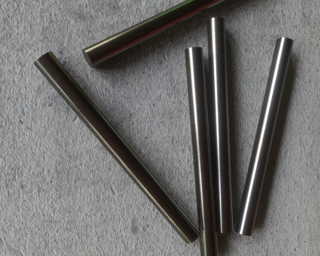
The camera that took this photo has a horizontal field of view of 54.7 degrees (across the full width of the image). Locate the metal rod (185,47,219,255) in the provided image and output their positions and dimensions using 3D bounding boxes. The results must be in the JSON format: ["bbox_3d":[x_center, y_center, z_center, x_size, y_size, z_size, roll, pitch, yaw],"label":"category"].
[{"bbox_3d":[0.058,0.040,0.430,0.025,0.025,0.298,-5,92,-20],"label":"metal rod"}]

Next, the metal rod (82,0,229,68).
[{"bbox_3d":[0.035,-0.159,0.421,0.302,0.025,0.025,-31,101,-17],"label":"metal rod"}]

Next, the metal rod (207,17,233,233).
[{"bbox_3d":[0.085,-0.003,0.440,0.025,0.025,0.298,-3,91,-20],"label":"metal rod"}]

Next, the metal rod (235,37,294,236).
[{"bbox_3d":[0.158,0.010,0.466,0.025,0.025,0.299,16,85,-20],"label":"metal rod"}]

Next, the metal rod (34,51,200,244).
[{"bbox_3d":[-0.046,0.034,0.392,0.025,0.025,0.300,-42,103,-15],"label":"metal rod"}]
